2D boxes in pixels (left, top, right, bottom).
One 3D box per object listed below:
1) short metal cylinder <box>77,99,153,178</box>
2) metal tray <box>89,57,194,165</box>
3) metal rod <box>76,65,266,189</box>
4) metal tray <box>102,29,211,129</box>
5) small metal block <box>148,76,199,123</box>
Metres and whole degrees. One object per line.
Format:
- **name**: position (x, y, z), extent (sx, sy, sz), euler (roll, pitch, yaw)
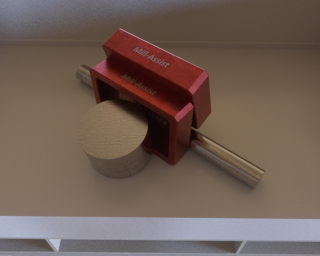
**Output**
- **short metal cylinder**: position (-0.051, 0.013, 0.368), extent (0.080, 0.050, 0.080), euler (-3, 57, 4)
- **metal tray**: position (-0.024, -0.020, 0.378), extent (0.130, 0.089, 0.030), euler (32, 57, 23)
- **metal rod**: position (-0.002, -0.013, 0.416), extent (0.300, 0.025, 0.025), euler (32, 57, 23)
- **metal tray**: position (-0.002, -0.058, 0.377), extent (0.130, 0.090, 0.030), euler (32, 74, 23)
- **small metal block**: position (0.019, -0.042, 0.438), extent (0.050, 0.025, 0.050), euler (33, 57, 24)
